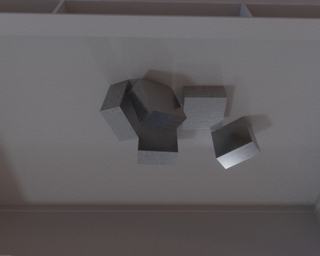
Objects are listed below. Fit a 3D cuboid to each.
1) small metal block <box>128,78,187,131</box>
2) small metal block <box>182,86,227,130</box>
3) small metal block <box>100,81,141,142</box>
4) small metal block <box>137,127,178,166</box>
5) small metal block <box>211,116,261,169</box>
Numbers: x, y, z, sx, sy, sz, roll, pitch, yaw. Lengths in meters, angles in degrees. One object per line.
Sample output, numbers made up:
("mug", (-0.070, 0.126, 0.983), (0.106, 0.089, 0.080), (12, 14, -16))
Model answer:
("small metal block", (-0.003, -0.026, 0.360), (0.050, 0.050, 0.025), (10, 133, -40))
("small metal block", (0.054, -0.025, 0.389), (0.050, 0.025, 0.050), (0, 130, -1))
("small metal block", (-0.043, -0.020, 0.373), (0.025, 0.050, 0.050), (-12, 130, 19))
("small metal block", (-0.003, 0.022, 0.412), (0.050, 0.050, 0.025), (3, 130, -3))
("small metal block", (0.099, 0.019, 0.411), (0.050, 0.050, 0.025), (-29, 125, 22))
